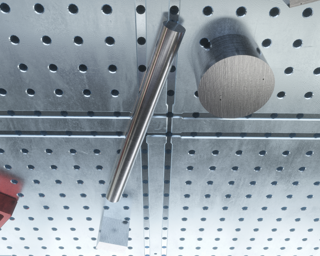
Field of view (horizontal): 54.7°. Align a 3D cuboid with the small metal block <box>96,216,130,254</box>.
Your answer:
[{"bbox_3d":[-0.084,0.192,0.558,0.050,0.050,0.025,16,128,-14],"label":"small metal block"}]

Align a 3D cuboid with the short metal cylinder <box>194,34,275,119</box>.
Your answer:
[{"bbox_3d":[0.081,-0.057,0.347,0.081,0.050,0.079,0,130,0],"label":"short metal cylinder"}]

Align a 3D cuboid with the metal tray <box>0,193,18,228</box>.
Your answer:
[{"bbox_3d":[-0.321,0.128,0.514,0.130,0.030,0.090,32,123,-25],"label":"metal tray"}]

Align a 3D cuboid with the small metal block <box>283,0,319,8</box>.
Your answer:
[{"bbox_3d":[0.142,-0.147,0.288,0.050,0.025,0.050,-12,129,10],"label":"small metal block"}]

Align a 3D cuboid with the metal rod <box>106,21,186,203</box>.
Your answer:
[{"bbox_3d":[-0.030,0.003,0.413,0.025,0.025,0.298,14,129,-12],"label":"metal rod"}]
